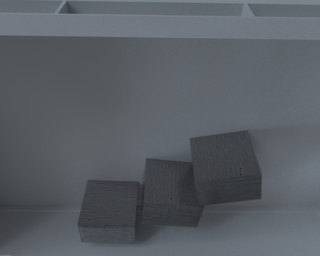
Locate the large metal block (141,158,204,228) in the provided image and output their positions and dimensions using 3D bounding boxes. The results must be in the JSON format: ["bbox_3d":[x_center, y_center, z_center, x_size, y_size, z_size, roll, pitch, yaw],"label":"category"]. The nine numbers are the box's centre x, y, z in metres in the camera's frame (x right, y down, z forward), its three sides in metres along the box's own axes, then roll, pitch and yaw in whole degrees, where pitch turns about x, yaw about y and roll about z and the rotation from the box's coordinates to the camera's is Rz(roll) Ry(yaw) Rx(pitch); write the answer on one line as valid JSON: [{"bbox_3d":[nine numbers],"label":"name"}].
[{"bbox_3d":[0.016,0.094,0.453,0.081,0.080,0.050,6,130,-5],"label":"large metal block"}]

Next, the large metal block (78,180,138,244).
[{"bbox_3d":[-0.077,0.129,0.482,0.081,0.080,0.050,2,130,-2],"label":"large metal block"}]

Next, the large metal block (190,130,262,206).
[{"bbox_3d":[0.086,0.053,0.419,0.080,0.080,0.050,-8,130,7],"label":"large metal block"}]
